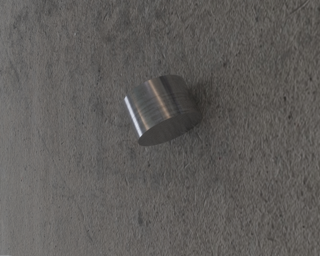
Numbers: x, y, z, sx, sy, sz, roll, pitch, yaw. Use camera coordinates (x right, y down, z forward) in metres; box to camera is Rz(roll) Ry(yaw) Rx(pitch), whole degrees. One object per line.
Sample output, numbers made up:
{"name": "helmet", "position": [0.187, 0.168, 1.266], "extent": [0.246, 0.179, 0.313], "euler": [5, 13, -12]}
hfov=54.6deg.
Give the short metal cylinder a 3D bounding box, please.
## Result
{"name": "short metal cylinder", "position": [0.002, -0.019, 0.368], "extent": [0.080, 0.081, 0.050], "euler": [-37, 68, 34]}
